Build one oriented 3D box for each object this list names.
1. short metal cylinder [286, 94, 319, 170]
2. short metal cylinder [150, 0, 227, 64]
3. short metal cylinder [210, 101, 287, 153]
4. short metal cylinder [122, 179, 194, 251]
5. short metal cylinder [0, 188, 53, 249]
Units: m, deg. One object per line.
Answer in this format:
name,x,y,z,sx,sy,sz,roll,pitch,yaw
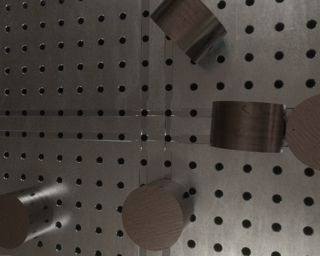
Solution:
short metal cylinder,0.179,0.004,0.336,0.080,0.050,0.079,0,90,19
short metal cylinder,0.034,-0.124,0.371,0.050,0.080,0.080,-44,77,14
short metal cylinder,0.098,-0.002,0.349,0.080,0.080,0.050,5,92,19
short metal cylinder,-0.002,0.109,0.399,0.080,0.050,0.079,0,90,19
short metal cylinder,-0.213,0.135,0.472,0.080,0.050,0.079,0,90,19
